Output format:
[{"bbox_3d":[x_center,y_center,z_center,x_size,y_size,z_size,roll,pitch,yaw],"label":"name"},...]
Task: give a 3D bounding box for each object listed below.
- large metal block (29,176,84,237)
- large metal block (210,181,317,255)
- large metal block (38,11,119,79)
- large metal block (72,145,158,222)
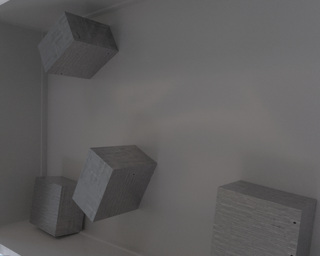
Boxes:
[{"bbox_3d":[-0.174,0.130,0.529,0.080,0.050,0.080,6,88,40],"label":"large metal block"},{"bbox_3d":[0.101,0.103,0.307,0.080,0.050,0.079,9,96,39],"label":"large metal block"},{"bbox_3d":[-0.125,-0.122,0.475,0.080,0.081,0.050,-34,69,35],"label":"large metal block"},{"bbox_3d":[-0.061,0.072,0.421,0.050,0.081,0.079,36,112,34],"label":"large metal block"}]
